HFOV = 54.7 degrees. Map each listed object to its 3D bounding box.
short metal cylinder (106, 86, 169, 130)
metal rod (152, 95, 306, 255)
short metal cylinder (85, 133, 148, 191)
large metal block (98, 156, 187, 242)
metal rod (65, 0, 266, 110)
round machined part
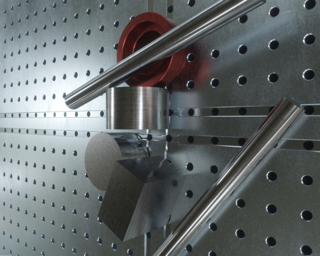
[{"bbox_3d":[-0.029,-0.023,0.397,0.080,0.081,0.050,0,91,40],"label":"short metal cylinder"},{"bbox_3d":[0.057,0.089,0.362,0.025,0.025,0.298,48,118,29],"label":"metal rod"},{"bbox_3d":[-0.063,0.046,0.445,0.080,0.050,0.080,0,90,40],"label":"short metal cylinder"},{"bbox_3d":[-0.021,0.085,0.391,0.050,0.081,0.079,32,110,35],"label":"large metal block"},{"bbox_3d":[-0.021,-0.082,0.371,0.299,0.025,0.025,-21,77,38],"label":"metal rod"},{"bbox_3d":[-0.008,-0.097,0.405,0.098,0.042,0.097,0,90,40],"label":"round machined part"}]
